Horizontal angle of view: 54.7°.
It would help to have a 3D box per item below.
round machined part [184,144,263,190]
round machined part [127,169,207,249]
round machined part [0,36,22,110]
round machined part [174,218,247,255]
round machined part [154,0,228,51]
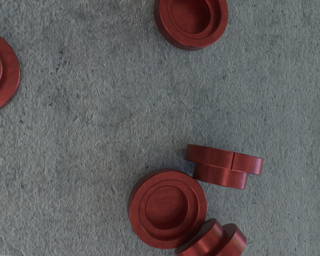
[{"bbox_3d":[0.079,0.051,0.399,0.099,0.098,0.042,13,86,-20],"label":"round machined part"},{"bbox_3d":[0.007,0.100,0.399,0.099,0.042,0.097,-1,93,-14],"label":"round machined part"},{"bbox_3d":[-0.201,-0.061,0.326,0.099,0.042,0.097,0,90,-20],"label":"round machined part"},{"bbox_3d":[0.058,0.153,0.395,0.098,0.098,0.042,-37,83,-16],"label":"round machined part"},{"bbox_3d":[0.038,-0.151,0.413,0.099,0.042,0.097,0,90,-20],"label":"round machined part"}]
